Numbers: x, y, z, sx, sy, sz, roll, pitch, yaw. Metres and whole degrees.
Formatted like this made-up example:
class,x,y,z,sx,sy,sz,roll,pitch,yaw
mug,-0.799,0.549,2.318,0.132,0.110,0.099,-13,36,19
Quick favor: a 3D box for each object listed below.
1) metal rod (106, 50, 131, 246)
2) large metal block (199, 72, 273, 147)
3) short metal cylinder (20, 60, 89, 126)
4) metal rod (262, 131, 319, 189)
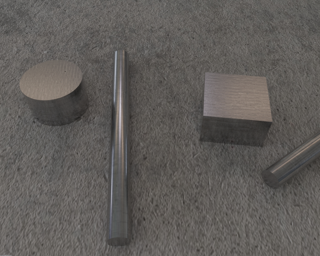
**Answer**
class,x,y,z,sx,sy,sz,roll,pitch,yaw
metal rod,-0.052,-0.001,0.403,0.025,0.025,0.300,-3,50,-3
large metal block,0.096,-0.025,0.409,0.080,0.050,0.080,5,50,4
short metal cylinder,-0.143,-0.049,0.427,0.081,0.050,0.080,0,50,0
metal rod,0.249,-0.007,0.410,0.302,0.025,0.025,-28,56,-22
